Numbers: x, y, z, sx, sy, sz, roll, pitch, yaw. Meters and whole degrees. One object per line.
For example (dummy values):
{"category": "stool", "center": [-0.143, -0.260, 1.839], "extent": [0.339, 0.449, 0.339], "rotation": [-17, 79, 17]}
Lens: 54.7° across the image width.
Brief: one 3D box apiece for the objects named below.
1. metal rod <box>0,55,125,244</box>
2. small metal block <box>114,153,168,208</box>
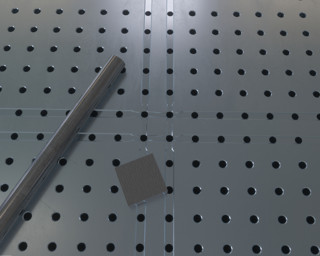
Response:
{"category": "metal rod", "center": [-0.135, 0.025, 0.401], "extent": [0.025, 0.025, 0.300], "rotation": [28, 72, 10]}
{"category": "small metal block", "center": [-0.023, 0.066, 0.387], "extent": [0.050, 0.025, 0.050], "rotation": [-21, 71, -8]}
